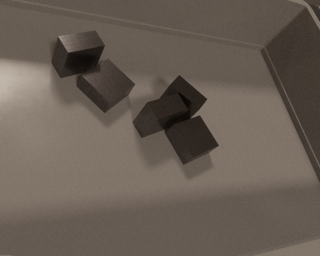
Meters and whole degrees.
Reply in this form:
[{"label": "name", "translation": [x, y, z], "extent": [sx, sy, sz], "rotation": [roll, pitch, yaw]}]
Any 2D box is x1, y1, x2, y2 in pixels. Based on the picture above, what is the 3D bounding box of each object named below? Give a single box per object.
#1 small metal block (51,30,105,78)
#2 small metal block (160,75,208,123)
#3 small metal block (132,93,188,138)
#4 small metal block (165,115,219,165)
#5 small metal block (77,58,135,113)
[{"label": "small metal block", "translation": [-0.104, -0.093, 0.391], "extent": [0.050, 0.050, 0.025], "rotation": [-24, 75, -37]}, {"label": "small metal block", "translation": [0.028, -0.036, 0.429], "extent": [0.050, 0.050, 0.025], "rotation": [41, 51, -1]}, {"label": "small metal block", "translation": [0.000, -0.016, 0.400], "extent": [0.050, 0.050, 0.025], "rotation": [-20, 73, -36]}, {"label": "small metal block", "translation": [0.043, 0.016, 0.421], "extent": [0.050, 0.025, 0.050], "rotation": [-20, 72, -36]}, {"label": "small metal block", "translation": [-0.070, -0.056, 0.403], "extent": [0.050, 0.025, 0.050], "rotation": [44, 51, 2]}]
